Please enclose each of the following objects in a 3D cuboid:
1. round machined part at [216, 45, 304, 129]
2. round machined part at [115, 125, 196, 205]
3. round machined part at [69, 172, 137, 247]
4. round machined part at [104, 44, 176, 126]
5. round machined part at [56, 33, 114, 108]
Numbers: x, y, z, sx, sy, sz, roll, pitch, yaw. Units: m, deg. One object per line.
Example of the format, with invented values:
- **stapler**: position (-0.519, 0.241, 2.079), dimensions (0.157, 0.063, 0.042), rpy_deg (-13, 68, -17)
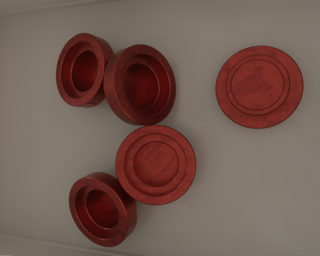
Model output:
- **round machined part**: position (0.114, -0.048, 0.361), dimensions (0.098, 0.042, 0.097), rpy_deg (0, 90, 19)
- **round machined part**: position (-0.004, 0.045, 0.394), dimensions (0.099, 0.042, 0.097), rpy_deg (0, 89, 5)
- **round machined part**: position (-0.071, 0.105, 0.416), dimensions (0.098, 0.042, 0.097), rpy_deg (9, 108, 28)
- **round machined part**: position (-0.029, -0.051, 0.388), dimensions (0.042, 0.099, 0.097), rpy_deg (-3, 89, 47)
- **round machined part**: position (-0.095, -0.076, 0.424), dimensions (0.098, 0.042, 0.097), rpy_deg (-2, 86, 36)
